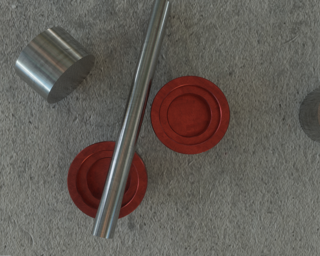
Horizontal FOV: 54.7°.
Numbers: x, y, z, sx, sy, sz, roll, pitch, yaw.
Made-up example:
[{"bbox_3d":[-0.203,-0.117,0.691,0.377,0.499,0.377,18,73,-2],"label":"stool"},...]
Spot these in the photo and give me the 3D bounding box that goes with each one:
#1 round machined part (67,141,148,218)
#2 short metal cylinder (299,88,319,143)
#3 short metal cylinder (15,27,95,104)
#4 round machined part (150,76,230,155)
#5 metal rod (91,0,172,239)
[{"bbox_3d":[-0.065,0.065,0.401,0.099,0.042,0.097,0,90,-1],"label":"round machined part"},{"bbox_3d":[0.231,-0.017,0.401,0.081,0.050,0.079,0,90,-1],"label":"short metal cylinder"},{"bbox_3d":[-0.127,-0.076,0.381,0.050,0.080,0.080,42,90,-1],"label":"short metal cylinder"},{"bbox_3d":[0.037,-0.016,0.402,0.099,0.042,0.097,0,90,-1],"label":"round machined part"},{"bbox_3d":[-0.031,-0.022,0.377,0.025,0.025,0.299,13,77,-1],"label":"metal rod"}]
